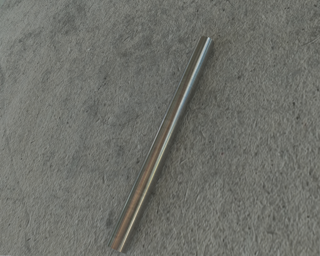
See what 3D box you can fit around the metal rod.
[{"bbox_3d":[0.009,0.006,0.396,0.025,0.025,0.300,11,67,33],"label":"metal rod"}]
